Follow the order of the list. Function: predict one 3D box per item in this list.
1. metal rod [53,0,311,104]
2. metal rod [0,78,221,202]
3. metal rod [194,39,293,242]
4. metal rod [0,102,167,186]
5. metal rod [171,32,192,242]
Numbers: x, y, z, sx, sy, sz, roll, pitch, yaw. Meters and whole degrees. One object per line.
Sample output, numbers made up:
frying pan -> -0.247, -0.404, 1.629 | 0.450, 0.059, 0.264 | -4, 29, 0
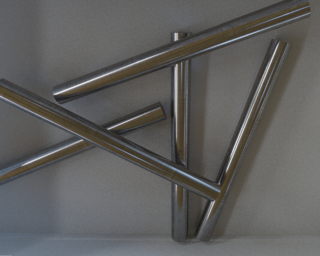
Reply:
metal rod -> 0.010, -0.083, 0.355 | 0.301, 0.025, 0.025 | -17, 110, 16
metal rod -> -0.058, 0.020, 0.390 | 0.301, 0.025, 0.025 | 27, 108, -10
metal rod -> 0.106, 0.030, 0.423 | 0.025, 0.025, 0.298 | 15, 109, -6
metal rod -> -0.135, 0.032, 0.421 | 0.301, 0.025, 0.025 | -22, 109, 7
metal rod -> 0.028, 0.026, 0.420 | 0.025, 0.025, 0.298 | -1, 110, 0
